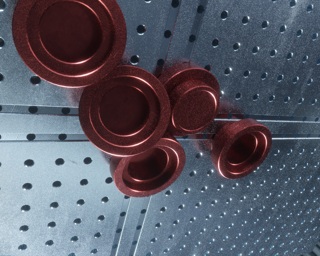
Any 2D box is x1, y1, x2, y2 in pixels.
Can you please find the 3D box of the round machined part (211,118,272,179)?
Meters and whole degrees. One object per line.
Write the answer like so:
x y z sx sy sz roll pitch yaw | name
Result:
0.121 0.028 0.483 0.099 0.042 0.097 -14 124 -21 | round machined part

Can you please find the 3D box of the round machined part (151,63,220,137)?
0.037 -0.031 0.401 0.099 0.042 0.097 -14 124 -21 | round machined part

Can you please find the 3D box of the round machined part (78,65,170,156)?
-0.041 -0.020 0.350 0.099 0.042 0.097 -2 98 -15 | round machined part

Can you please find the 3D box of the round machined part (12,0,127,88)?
-0.085 -0.091 0.292 0.099 0.042 0.097 -10 116 -19 | round machined part

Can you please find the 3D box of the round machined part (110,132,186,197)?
-0.019 0.042 0.412 0.099 0.042 0.097 -14 128 -18 | round machined part
